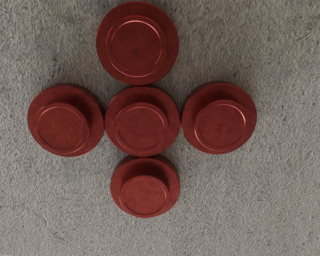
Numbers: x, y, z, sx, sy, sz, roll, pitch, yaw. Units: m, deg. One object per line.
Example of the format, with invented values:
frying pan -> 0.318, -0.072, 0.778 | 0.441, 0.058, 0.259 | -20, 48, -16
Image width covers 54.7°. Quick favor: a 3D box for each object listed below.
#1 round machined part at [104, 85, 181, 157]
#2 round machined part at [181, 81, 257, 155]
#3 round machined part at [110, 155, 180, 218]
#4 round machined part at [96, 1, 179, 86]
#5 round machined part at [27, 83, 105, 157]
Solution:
round machined part -> -0.023, -0.006, 0.400 | 0.099, 0.042, 0.097 | 0, 110, -1
round machined part -> 0.076, -0.009, 0.400 | 0.099, 0.042, 0.097 | 0, 110, -1
round machined part -> -0.020, 0.086, 0.433 | 0.099, 0.042, 0.097 | 0, 110, -1
round machined part -> -0.027, -0.098, 0.366 | 0.099, 0.042, 0.097 | 0, 110, -1
round machined part -> -0.121, -0.006, 0.398 | 0.099, 0.042, 0.097 | 0, 110, -1
